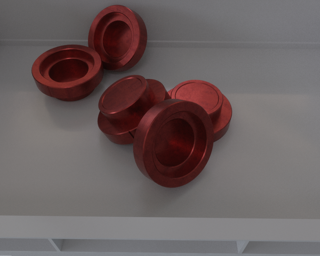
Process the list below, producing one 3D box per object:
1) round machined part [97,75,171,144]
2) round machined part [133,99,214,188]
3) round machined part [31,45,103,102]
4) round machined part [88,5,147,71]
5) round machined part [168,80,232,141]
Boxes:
[{"bbox_3d":[-0.038,-0.030,0.394,0.098,0.042,0.098,-18,42,18],"label":"round machined part"},{"bbox_3d":[0.012,0.015,0.354,0.099,0.098,0.042,-34,29,-25],"label":"round machined part"},{"bbox_3d":[-0.133,-0.077,0.458,0.099,0.042,0.098,0,50,0],"label":"round machined part"},{"bbox_3d":[-0.061,-0.137,0.486,0.098,0.097,0.042,32,17,24],"label":"round machined part"},{"bbox_3d":[0.048,-0.028,0.417,0.099,0.042,0.098,0,50,0],"label":"round machined part"}]
